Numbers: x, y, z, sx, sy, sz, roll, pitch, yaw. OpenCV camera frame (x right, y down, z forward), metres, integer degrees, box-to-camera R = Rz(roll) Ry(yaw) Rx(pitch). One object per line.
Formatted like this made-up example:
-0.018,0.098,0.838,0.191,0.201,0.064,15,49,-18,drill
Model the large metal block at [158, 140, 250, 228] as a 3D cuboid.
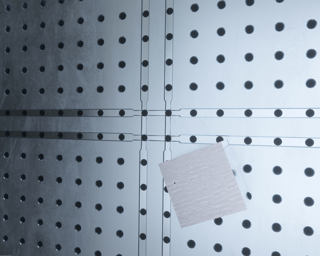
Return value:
0.055,0.066,0.379,0.080,0.050,0.080,-22,83,18,large metal block
